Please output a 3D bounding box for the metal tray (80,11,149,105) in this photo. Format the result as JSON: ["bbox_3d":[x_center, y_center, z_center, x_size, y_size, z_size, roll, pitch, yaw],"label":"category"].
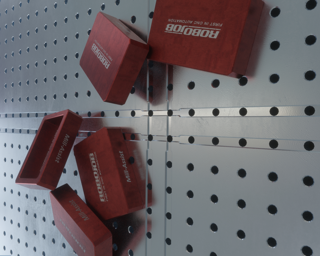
[{"bbox_3d":[-0.071,-0.103,0.444,0.130,0.030,0.089,51,121,45],"label":"metal tray"}]

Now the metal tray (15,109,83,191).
[{"bbox_3d":[-0.186,0.037,0.521,0.090,0.030,0.130,-8,57,44],"label":"metal tray"}]

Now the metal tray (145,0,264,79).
[{"bbox_3d":[0.046,-0.115,0.369,0.130,0.030,0.089,21,103,38],"label":"metal tray"}]

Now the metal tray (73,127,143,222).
[{"bbox_3d":[-0.083,0.073,0.476,0.090,0.030,0.130,-28,72,36],"label":"metal tray"}]

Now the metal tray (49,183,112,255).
[{"bbox_3d":[-0.126,0.160,0.490,0.130,0.030,0.089,34,134,34],"label":"metal tray"}]
